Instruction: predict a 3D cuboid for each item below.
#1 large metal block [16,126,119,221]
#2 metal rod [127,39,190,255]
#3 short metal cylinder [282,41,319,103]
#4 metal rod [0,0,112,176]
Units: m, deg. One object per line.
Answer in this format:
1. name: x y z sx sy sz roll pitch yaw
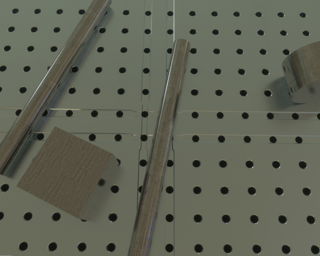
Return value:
1. large metal block: -0.107 0.056 0.377 0.080 0.050 0.080 25 72 8
2. metal rod: 0.003 0.014 0.406 0.025 0.025 0.299 11 70 4
3. short metal cylinder: 0.209 -0.072 0.410 0.081 0.080 0.050 -7 70 -3
4. metal rod: -0.147 -0.074 0.437 0.025 0.025 0.300 23 71 8
